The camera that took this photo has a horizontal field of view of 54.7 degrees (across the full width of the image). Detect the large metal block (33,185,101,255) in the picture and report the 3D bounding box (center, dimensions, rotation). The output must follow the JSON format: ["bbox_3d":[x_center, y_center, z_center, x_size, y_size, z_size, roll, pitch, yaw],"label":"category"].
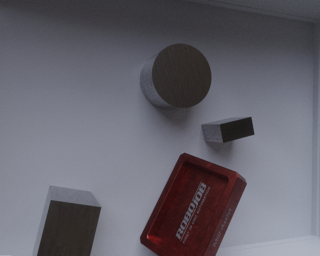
[{"bbox_3d":[-0.106,0.114,0.343,0.050,0.080,0.080,14,85,-20],"label":"large metal block"}]

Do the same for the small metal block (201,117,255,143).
[{"bbox_3d":[0.094,0.002,0.434,0.050,0.050,0.025,-13,95,-20],"label":"small metal block"}]

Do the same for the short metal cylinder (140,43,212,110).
[{"bbox_3d":[0.020,-0.065,0.405,0.081,0.050,0.079,0,90,-21],"label":"short metal cylinder"}]

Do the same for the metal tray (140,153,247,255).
[{"bbox_3d":[0.041,0.105,0.390,0.030,0.090,0.130,38,76,-47],"label":"metal tray"}]
